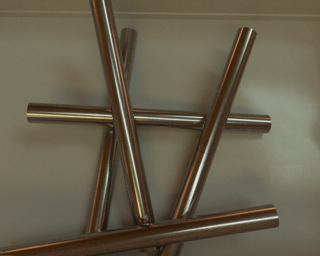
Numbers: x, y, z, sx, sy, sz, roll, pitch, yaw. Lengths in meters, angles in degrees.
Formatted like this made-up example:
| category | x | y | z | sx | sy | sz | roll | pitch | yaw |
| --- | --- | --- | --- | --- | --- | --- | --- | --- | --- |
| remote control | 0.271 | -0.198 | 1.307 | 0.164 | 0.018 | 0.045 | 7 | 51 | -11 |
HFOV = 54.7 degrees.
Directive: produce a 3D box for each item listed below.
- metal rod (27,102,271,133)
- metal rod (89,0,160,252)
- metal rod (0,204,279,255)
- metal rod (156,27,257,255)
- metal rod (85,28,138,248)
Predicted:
| category | x | y | z | sx | sy | sz | roll | pitch | yaw |
| --- | --- | --- | --- | --- | --- | --- | --- | --- | --- |
| metal rod | -0.007 | -0.012 | 0.393 | 0.302 | 0.025 | 0.025 | 3 | 70 | -7 |
| metal rod | -0.042 | -0.007 | 0.362 | 0.025 | 0.025 | 0.298 | -11 | 89 | -4 |
| metal rod | -0.026 | 0.118 | 0.334 | 0.302 | 0.025 | 0.025 | -9 | 70 | 1 |
| metal rod | 0.058 | 0.018 | 0.373 | 0.025 | 0.025 | 0.299 | 20 | 82 | 7 |
| metal rod | -0.061 | -0.001 | 0.409 | 0.025 | 0.025 | 0.299 | 6 | 70 | 2 |
